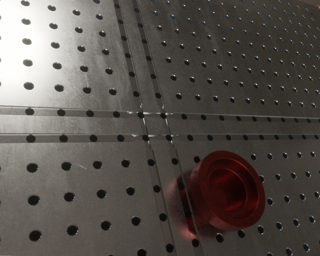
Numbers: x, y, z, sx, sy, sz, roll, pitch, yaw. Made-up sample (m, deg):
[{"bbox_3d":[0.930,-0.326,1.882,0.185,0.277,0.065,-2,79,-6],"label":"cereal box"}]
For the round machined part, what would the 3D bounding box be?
[{"bbox_3d":[0.081,0.081,0.393,0.099,0.042,0.098,14,56,-21],"label":"round machined part"}]
